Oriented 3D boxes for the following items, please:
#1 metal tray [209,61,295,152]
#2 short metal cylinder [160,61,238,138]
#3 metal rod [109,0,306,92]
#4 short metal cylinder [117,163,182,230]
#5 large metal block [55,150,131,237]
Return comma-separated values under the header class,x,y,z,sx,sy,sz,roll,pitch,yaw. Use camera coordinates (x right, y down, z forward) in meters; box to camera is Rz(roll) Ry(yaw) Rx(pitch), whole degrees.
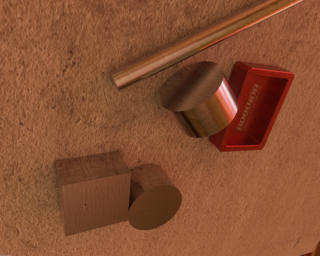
class,x,y,z,sx,sy,sz,roll,pitch,yaw
metal tray,0.134,-0.028,0.459,0.091,0.030,0.129,0,118,-29
short metal cylinder,0.047,-0.035,0.375,0.080,0.080,0.050,-39,130,-2
metal rod,0.079,-0.121,0.375,0.302,0.025,0.025,-28,128,-11
short metal cylinder,-0.016,0.098,0.442,0.081,0.050,0.079,-14,124,-21
large metal block,-0.086,0.081,0.394,0.081,0.050,0.079,-8,122,-24
